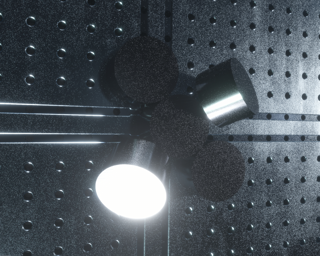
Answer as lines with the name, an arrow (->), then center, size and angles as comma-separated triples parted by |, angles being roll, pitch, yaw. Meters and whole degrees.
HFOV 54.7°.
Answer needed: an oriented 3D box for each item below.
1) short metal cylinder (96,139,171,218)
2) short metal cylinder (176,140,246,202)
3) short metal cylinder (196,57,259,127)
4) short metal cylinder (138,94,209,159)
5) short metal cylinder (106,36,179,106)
short metal cylinder -> -0.029, 0.060, 0.367 | 0.080, 0.050, 0.079 | 4, 121, 7
short metal cylinder -> 0.069, 0.056, 0.426 | 0.081, 0.050, 0.079 | 0, 90, -21
short metal cylinder -> 0.091, -0.047, 0.412 | 0.080, 0.050, 0.080 | 36, 42, -41
short metal cylinder -> 0.017, -0.002, 0.406 | 0.081, 0.050, 0.079 | 0, 90, -21
short metal cylinder -> -0.023, -0.070, 0.391 | 0.081, 0.050, 0.079 | 0, 90, -21
